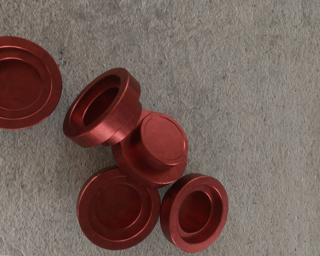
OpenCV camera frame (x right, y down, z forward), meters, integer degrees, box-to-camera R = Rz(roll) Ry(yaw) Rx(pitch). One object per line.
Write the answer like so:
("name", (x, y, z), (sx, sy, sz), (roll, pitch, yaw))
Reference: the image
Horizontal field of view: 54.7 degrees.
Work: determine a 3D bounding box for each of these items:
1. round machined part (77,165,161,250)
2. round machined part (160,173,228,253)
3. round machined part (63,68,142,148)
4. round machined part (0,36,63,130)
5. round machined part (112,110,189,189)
("round machined part", (-0.052, 0.094, 0.381), (0.099, 0.042, 0.097), (0, 90, -20))
("round machined part", (0.040, 0.107, 0.407), (0.099, 0.042, 0.097), (-4, 96, -34))
("round machined part", (-0.059, -0.018, 0.352), (0.042, 0.098, 0.098), (44, 75, -35))
("round machined part", (-0.160, -0.047, 0.341), (0.099, 0.042, 0.097), (0, 90, -20))
("round machined part", (-0.005, 0.020, 0.374), (0.099, 0.042, 0.098), (20, 52, -28))
